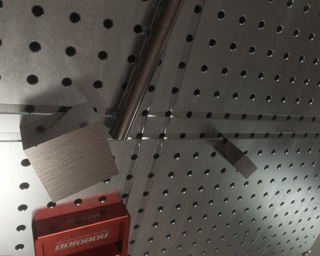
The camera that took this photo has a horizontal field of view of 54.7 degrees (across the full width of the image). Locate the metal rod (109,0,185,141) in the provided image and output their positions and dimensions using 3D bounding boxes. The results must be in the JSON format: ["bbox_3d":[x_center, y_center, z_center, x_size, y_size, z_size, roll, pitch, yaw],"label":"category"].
[{"bbox_3d":[0.005,-0.119,0.341,0.025,0.025,0.298,11,113,-34],"label":"metal rod"}]

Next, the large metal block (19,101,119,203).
[{"bbox_3d":[-0.102,0.027,0.357,0.081,0.050,0.080,-23,127,-15],"label":"large metal block"}]

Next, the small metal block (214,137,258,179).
[{"bbox_3d":[0.121,0.048,0.493,0.025,0.050,0.050,-46,130,4],"label":"small metal block"}]

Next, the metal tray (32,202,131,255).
[{"bbox_3d":[-0.111,0.164,0.449,0.131,0.030,0.089,-7,122,-25],"label":"metal tray"}]
